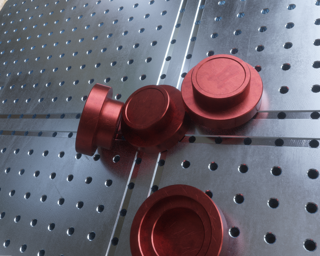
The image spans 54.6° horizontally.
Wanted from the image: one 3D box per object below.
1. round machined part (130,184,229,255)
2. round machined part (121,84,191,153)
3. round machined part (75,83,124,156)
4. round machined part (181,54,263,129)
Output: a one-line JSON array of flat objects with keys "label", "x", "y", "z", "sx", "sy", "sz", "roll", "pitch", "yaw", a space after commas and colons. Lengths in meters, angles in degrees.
[{"label": "round machined part", "x": 0.022, "y": 0.111, "z": 0.318, "sx": 0.098, "sy": 0.042, "sz": 0.098, "roll": -13, "pitch": 56, "yaw": 21}, {"label": "round machined part", "x": -0.011, "y": -0.019, "z": 0.416, "sx": 0.098, "sy": 0.042, "sz": 0.098, "roll": -13, "pitch": 56, "yaw": 21}, {"label": "round machined part", "x": -0.078, "y": -0.008, "z": 0.421, "sx": 0.042, "sy": 0.098, "sz": 0.098, "roll": 16, "pitch": 65, "yaw": -4}, {"label": "round machined part", "x": 0.074, "y": -0.051, "z": 0.376, "sx": 0.098, "sy": 0.042, "sz": 0.098, "roll": -5, "pitch": 58, "yaw": 9}]
